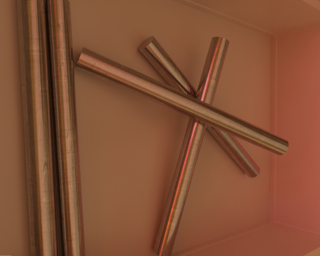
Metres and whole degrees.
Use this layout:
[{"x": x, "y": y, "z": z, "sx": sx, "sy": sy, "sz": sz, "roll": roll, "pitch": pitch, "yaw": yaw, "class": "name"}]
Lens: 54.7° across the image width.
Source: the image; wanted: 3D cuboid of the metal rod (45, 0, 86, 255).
[{"x": -0.098, "y": 0.020, "z": 0.324, "sx": 0.025, "sy": 0.025, "sz": 0.298, "roll": -5, "pitch": 93, "yaw": -40, "class": "metal rod"}]

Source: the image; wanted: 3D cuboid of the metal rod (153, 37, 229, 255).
[{"x": 0.043, "y": 0.022, "z": 0.419, "sx": 0.025, "sy": 0.025, "sz": 0.299, "roll": 19, "pitch": 85, "yaw": -39, "class": "metal rod"}]

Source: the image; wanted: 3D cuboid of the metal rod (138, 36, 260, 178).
[{"x": 0.073, "y": -0.015, "z": 0.467, "sx": 0.300, "sy": 0.025, "sz": 0.025, "roll": 45, "pitch": 63, "yaw": -31, "class": "metal rod"}]

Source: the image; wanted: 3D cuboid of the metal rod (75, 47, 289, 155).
[{"x": 0.043, "y": -0.025, "z": 0.389, "sx": 0.302, "sy": 0.025, "sz": 0.025, "roll": 22, "pitch": 76, "yaw": -21, "class": "metal rod"}]

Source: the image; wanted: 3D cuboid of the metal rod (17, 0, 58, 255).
[{"x": -0.119, "y": 0.019, "z": 0.306, "sx": 0.025, "sy": 0.025, "sz": 0.298, "roll": -4, "pitch": 93, "yaw": -40, "class": "metal rod"}]
